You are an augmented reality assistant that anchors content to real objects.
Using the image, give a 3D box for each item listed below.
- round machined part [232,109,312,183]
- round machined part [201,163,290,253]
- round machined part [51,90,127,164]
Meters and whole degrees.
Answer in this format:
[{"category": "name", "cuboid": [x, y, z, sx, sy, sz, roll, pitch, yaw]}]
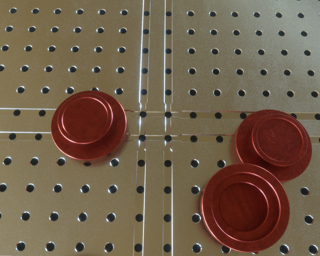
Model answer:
[{"category": "round machined part", "cuboid": [0.146, 0.020, 0.397, 0.099, 0.042, 0.098, 0, 70, -1]}, {"category": "round machined part", "cuboid": [0.097, 0.094, 0.368, 0.099, 0.042, 0.098, 0, 73, 1]}, {"category": "round machined part", "cuboid": [-0.093, -0.006, 0.404, 0.099, 0.042, 0.098, 0, 70, -1]}]
